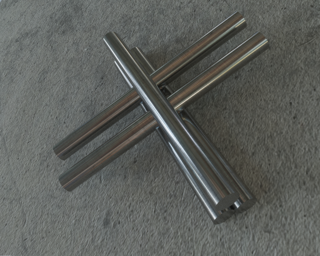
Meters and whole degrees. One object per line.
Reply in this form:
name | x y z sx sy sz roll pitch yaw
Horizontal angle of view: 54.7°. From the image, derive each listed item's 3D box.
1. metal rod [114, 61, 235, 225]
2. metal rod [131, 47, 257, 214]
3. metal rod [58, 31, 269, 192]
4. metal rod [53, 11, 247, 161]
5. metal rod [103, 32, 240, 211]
metal rod | 0.002 -0.008 0.408 0.025 0.025 0.300 -36 51 4
metal rod | 0.023 -0.020 0.404 0.025 0.025 0.300 -36 51 4
metal rod | 0.002 -0.018 0.382 0.300 0.025 0.025 -36 51 3
metal rod | -0.016 -0.054 0.413 0.300 0.025 0.025 -36 51 3
metal rod | -0.006 -0.033 0.363 0.025 0.025 0.300 -37 51 3
